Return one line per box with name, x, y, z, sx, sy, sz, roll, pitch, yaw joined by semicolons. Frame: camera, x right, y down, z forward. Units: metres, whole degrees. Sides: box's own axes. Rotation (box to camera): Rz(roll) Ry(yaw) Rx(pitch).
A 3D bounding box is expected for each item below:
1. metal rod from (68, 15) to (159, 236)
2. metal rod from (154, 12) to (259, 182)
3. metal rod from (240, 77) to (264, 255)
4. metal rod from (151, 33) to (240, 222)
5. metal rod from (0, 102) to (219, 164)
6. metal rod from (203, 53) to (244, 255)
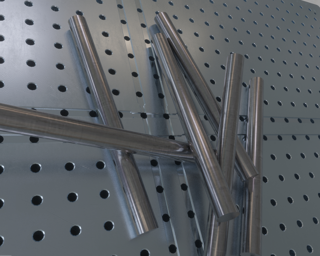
metal rod;-0.065;-0.019;0.384;0.025;0.025;0.299;-9;66;-32
metal rod;0.061;-0.060;0.466;0.025;0.025;0.299;-10;64;-33
metal rod;0.140;0.036;0.460;0.025;0.025;0.300;25;53;-13
metal rod;0.034;-0.024;0.406;0.025;0.025;0.299;4;50;-26
metal rod;-0.038;0.014;0.343;0.302;0.025;0.025;13;56;-34
metal rod;0.084;0.033;0.396;0.025;0.025;0.300;19;65;-17
